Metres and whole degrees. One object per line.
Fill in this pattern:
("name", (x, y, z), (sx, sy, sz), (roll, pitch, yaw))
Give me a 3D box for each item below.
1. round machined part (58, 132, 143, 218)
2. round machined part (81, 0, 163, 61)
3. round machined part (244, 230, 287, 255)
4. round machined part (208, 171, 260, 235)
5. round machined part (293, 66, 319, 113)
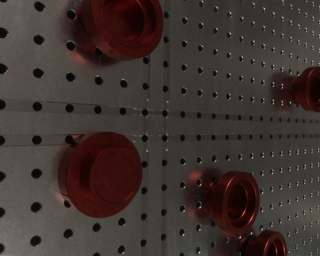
("round machined part", (-0.059, 0.053, 0.350), (0.099, 0.042, 0.097), (0, 90, -40))
("round machined part", (-0.046, -0.127, 0.361), (0.099, 0.042, 0.097), (0, 90, -40))
("round machined part", (0.187, 0.232, 0.555), (0.099, 0.042, 0.097), (1, 88, -45))
("round machined part", (0.115, 0.117, 0.498), (0.099, 0.042, 0.097), (0, 90, -40))
("round machined part", (0.327, -0.083, 0.670), (0.099, 0.042, 0.097), (-3, 96, -32))
